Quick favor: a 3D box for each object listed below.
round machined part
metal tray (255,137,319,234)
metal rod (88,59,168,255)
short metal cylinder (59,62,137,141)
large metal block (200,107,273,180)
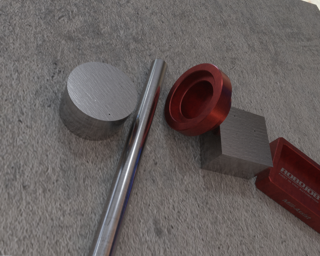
[{"bbox_3d":[0.055,-0.033,0.413,0.042,0.098,0.098,29,49,-36],"label":"round machined part"},{"bbox_3d":[0.212,0.085,0.465,0.130,0.030,0.090,36,51,-5],"label":"metal tray"},{"bbox_3d":[-0.031,0.024,0.373,0.025,0.025,0.300,25,53,-14],"label":"metal rod"},{"bbox_3d":[-0.074,-0.031,0.368,0.081,0.050,0.080,14,56,-21],"label":"short metal cylinder"},{"bbox_3d":[0.104,0.020,0.434,0.081,0.050,0.080,15,55,-20],"label":"large metal block"}]
